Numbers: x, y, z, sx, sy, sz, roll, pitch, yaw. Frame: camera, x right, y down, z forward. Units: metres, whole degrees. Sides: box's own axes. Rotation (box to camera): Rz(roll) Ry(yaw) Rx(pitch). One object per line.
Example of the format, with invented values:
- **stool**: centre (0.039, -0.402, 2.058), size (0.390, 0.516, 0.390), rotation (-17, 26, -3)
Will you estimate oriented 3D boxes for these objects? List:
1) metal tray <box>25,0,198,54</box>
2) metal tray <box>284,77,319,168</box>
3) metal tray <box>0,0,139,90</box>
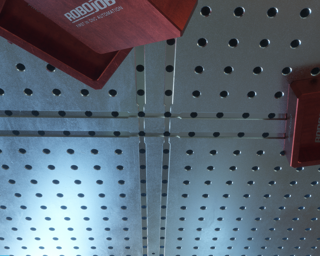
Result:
- **metal tray**: centre (-0.047, -0.101, 0.237), size (0.090, 0.030, 0.130), rotation (33, 165, -35)
- **metal tray**: centre (0.217, -0.006, 0.406), size (0.090, 0.030, 0.129), rotation (-9, 130, 7)
- **metal tray**: centre (-0.094, -0.107, 0.315), size (0.131, 0.030, 0.090), rotation (30, 124, -23)
